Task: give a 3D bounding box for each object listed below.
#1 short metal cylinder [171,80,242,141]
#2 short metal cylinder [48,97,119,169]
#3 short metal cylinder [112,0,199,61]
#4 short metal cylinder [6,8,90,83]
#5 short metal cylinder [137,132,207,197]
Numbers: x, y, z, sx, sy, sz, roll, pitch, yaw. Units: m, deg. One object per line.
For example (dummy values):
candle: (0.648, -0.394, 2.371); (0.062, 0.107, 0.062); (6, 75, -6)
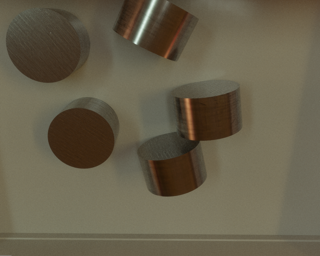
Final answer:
short metal cylinder: (0.057, -0.024, 0.374); (0.080, 0.080, 0.050); (-8, 110, 3)
short metal cylinder: (-0.096, 0.005, 0.399); (0.081, 0.050, 0.079); (0, 110, 0)
short metal cylinder: (-0.005, -0.114, 0.340); (0.080, 0.080, 0.050); (25, 108, -9)
short metal cylinder: (-0.127, -0.097, 0.361); (0.081, 0.050, 0.079); (0, 110, 0)
short metal cylinder: (0.016, 0.044, 0.398); (0.080, 0.080, 0.050); (-12, 110, 4)
